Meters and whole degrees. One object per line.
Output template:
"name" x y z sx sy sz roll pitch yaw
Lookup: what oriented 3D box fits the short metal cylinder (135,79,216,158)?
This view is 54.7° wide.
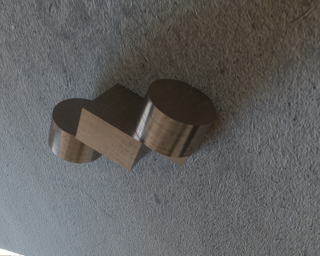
"short metal cylinder" 0.017 -0.013 0.356 0.080 0.080 0.050 31 128 8

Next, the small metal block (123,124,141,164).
"small metal block" -0.047 0.021 0.447 0.050 0.025 0.050 31 128 8

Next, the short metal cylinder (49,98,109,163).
"short metal cylinder" -0.111 0.003 0.433 0.080 0.080 0.050 31 128 8

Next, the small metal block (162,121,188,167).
"small metal block" 0.021 0.015 0.407 0.050 0.025 0.050 31 128 8

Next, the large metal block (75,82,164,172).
"large metal block" -0.046 -0.004 0.395 0.080 0.080 0.050 31 128 8
